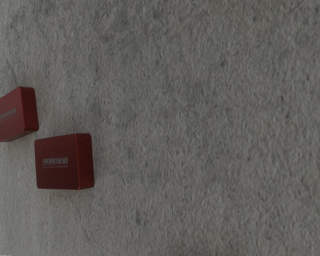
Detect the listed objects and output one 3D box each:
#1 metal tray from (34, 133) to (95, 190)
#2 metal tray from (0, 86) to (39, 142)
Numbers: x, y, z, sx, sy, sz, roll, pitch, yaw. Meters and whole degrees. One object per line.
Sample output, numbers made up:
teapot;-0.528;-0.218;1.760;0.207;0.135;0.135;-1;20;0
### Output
metal tray;-0.169;0.060;0.538;0.130;0.030;0.089;-8;85;39
metal tray;-0.305;-0.025;0.649;0.130;0.030;0.090;-16;80;38
